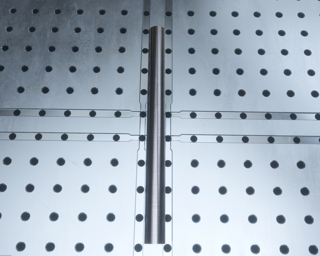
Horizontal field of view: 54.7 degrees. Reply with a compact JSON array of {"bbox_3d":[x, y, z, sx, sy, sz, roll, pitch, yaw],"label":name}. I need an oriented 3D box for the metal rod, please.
[{"bbox_3d":[-0.005,-0.005,0.413,0.025,0.025,0.299,0,70,0],"label":"metal rod"}]
